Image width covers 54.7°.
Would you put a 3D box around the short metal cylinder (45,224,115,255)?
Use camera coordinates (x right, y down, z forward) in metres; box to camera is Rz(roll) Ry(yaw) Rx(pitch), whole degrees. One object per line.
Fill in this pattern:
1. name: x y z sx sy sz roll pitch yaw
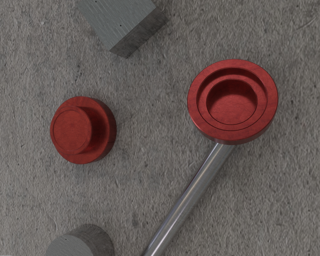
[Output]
1. short metal cylinder: -0.111 0.182 0.435 0.080 0.050 0.079 0 90 20

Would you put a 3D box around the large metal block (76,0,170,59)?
1. large metal block: -0.049 -0.153 0.413 0.080 0.050 0.080 -38 78 16

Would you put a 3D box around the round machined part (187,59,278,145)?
1. round machined part: 0.083 -0.027 0.361 0.098 0.042 0.098 -4 72 13

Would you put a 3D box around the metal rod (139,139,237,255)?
1. metal rod: 0.006 0.140 0.406 0.025 0.025 0.299 35 101 16

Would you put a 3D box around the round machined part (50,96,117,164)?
1. round machined part: -0.115 0.003 0.440 0.098 0.042 0.097 0 90 20
